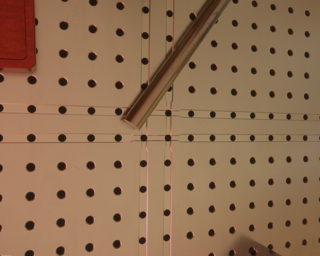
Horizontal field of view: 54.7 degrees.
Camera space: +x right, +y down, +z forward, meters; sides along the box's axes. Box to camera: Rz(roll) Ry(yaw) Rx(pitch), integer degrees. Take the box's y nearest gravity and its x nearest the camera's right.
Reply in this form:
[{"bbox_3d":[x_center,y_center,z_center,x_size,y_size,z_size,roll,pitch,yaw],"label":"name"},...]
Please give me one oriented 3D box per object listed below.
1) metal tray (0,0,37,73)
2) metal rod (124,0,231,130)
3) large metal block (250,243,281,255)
[{"bbox_3d":[-0.186,-0.129,0.340,0.091,0.030,0.129,-2,91,-20],"label":"metal tray"},{"bbox_3d":[0.047,-0.125,0.429,0.025,0.025,0.300,38,78,-16],"label":"metal rod"},{"bbox_3d":[0.162,0.237,0.459,0.080,0.050,0.080,-44,104,-15],"label":"large metal block"}]
